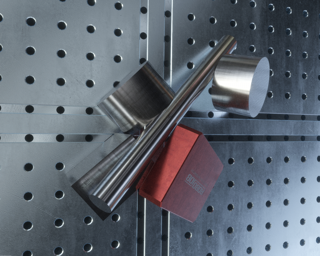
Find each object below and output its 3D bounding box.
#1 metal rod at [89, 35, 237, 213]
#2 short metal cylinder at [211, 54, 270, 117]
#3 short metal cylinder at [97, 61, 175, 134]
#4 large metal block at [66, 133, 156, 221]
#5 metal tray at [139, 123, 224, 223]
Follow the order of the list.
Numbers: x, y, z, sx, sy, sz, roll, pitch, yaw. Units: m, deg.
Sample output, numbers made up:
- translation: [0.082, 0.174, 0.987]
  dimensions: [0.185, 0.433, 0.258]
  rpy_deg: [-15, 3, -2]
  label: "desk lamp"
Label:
- translation: [0.023, -0.028, 0.365]
  dimensions: [0.025, 0.025, 0.301]
  rpy_deg: [49, 54, -14]
  label: "metal rod"
- translation: [0.111, -0.058, 0.420]
  dimensions: [0.081, 0.050, 0.079]
  rpy_deg: [-29, 126, -50]
  label: "short metal cylinder"
- translation: [-0.029, -0.036, 0.373]
  dimensions: [0.080, 0.080, 0.050]
  rpy_deg: [-45, 105, -15]
  label: "short metal cylinder"
- translation: [-0.058, 0.051, 0.362]
  dimensions: [0.080, 0.080, 0.050]
  rpy_deg: [-41, 104, -15]
  label: "large metal block"
- translation: [0.033, 0.061, 0.381]
  dimensions: [0.090, 0.030, 0.130]
  rpy_deg: [-59, 149, -10]
  label: "metal tray"
